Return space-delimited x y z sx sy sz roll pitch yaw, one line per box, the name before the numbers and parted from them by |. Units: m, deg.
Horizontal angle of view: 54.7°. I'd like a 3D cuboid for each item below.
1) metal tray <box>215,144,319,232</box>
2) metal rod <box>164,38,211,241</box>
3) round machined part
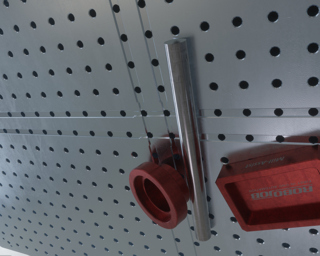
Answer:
metal tray | 0.146 0.078 0.379 0.130 0.030 0.090 -20 108 35
metal rod | 0.042 0.034 0.410 0.025 0.025 0.298 4 120 26
round machined part | 0.003 0.090 0.440 0.098 0.042 0.097 32 138 34
